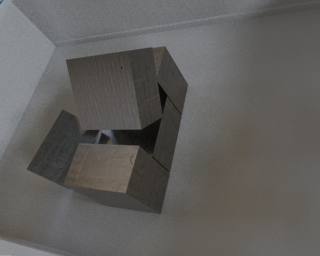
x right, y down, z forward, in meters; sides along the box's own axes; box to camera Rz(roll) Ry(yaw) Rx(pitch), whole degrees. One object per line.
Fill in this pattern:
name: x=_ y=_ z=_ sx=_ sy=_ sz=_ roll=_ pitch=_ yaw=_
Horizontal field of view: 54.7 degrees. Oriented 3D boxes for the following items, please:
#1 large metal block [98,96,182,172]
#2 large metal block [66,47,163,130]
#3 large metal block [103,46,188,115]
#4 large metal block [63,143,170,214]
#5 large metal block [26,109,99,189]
large metal block: x=-0.025 y=0.008 z=0.397 sx=0.080 sy=0.050 sz=0.080 roll=-1 pitch=61 yaw=27
large metal block: x=-0.049 y=-0.043 z=0.347 sx=0.080 sy=0.079 sz=0.050 roll=-1 pitch=17 yaw=27
large metal block: x=-0.018 y=-0.057 z=0.411 sx=0.080 sy=0.080 sz=0.050 roll=-1 pitch=61 yaw=27
large metal block: x=-0.046 y=0.058 z=0.354 sx=0.080 sy=0.080 sz=0.050 roll=0 pitch=62 yaw=28
large metal block: x=-0.121 y=0.032 z=0.400 sx=0.050 sy=0.080 sz=0.080 roll=28 pitch=72 yaw=-8
